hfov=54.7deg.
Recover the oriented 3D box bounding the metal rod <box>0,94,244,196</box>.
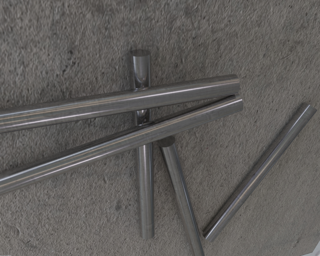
[{"bbox_3d":[-0.044,0.016,0.365,0.302,0.025,0.025,-19,127,-7],"label":"metal rod"}]

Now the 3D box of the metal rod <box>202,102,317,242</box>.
[{"bbox_3d":[0.172,0.085,0.552,0.025,0.025,0.299,25,105,-37],"label":"metal rod"}]

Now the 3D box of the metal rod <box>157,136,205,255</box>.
[{"bbox_3d":[0.042,0.133,0.511,0.025,0.025,0.298,-26,128,-13],"label":"metal rod"}]

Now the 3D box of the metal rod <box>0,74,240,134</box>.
[{"bbox_3d":[-0.055,-0.026,0.334,0.302,0.025,0.025,-10,123,-14],"label":"metal rod"}]

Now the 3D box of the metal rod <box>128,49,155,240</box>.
[{"bbox_3d":[-0.021,0.043,0.421,0.025,0.025,0.298,-14,124,-21],"label":"metal rod"}]
